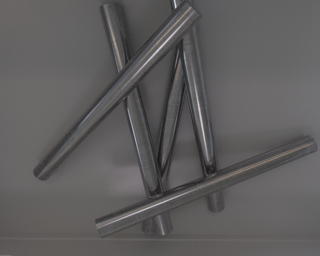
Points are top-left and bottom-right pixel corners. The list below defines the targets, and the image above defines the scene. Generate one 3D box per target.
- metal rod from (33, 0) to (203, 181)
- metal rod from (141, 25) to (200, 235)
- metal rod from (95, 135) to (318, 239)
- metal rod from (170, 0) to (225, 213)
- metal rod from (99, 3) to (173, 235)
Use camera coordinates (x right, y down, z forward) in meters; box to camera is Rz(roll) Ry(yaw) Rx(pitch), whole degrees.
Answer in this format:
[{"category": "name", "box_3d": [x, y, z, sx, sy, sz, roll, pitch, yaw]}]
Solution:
[{"category": "metal rod", "box_3d": [-0.066, -0.028, 0.369, 0.025, 0.025, 0.299, 41, 116, -14]}, {"category": "metal rod", "box_3d": [0.010, 0.014, 0.416, 0.025, 0.025, 0.298, 9, 110, -4]}, {"category": "metal rod", "box_3d": [0.065, 0.073, 0.401, 0.302, 0.025, 0.025, -20, 110, -8]}, {"category": "metal rod", "box_3d": [0.052, -0.015, 0.388, 0.025, 0.025, 0.298, -11, 116, 4]}, {"category": "metal rod", "box_3d": [-0.026, -0.001, 0.393, 0.025, 0.025, 0.298, -12, 104, 4]}]
